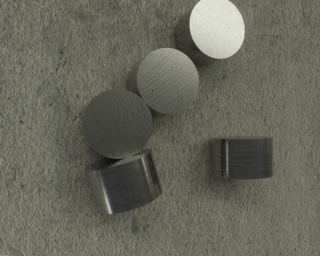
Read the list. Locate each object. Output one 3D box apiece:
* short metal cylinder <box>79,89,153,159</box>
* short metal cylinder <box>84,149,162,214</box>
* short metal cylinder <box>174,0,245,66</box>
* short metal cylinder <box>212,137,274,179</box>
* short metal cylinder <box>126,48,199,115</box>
[{"bbox_3d":[-0.055,-0.005,0.375,0.081,0.050,0.080,0,90,-20],"label":"short metal cylinder"},{"bbox_3d":[-0.042,0.060,0.364,0.081,0.080,0.050,-16,96,-19],"label":"short metal cylinder"},{"bbox_3d":[0.066,-0.129,0.420,0.081,0.050,0.080,0,90,-20],"label":"short metal cylinder"},{"bbox_3d":[0.112,0.038,0.421,0.081,0.080,0.050,-2,91,-20],"label":"short metal cylinder"},{"bbox_3d":[0.002,-0.057,0.396,0.081,0.050,0.080,0,90,-20],"label":"short metal cylinder"}]
